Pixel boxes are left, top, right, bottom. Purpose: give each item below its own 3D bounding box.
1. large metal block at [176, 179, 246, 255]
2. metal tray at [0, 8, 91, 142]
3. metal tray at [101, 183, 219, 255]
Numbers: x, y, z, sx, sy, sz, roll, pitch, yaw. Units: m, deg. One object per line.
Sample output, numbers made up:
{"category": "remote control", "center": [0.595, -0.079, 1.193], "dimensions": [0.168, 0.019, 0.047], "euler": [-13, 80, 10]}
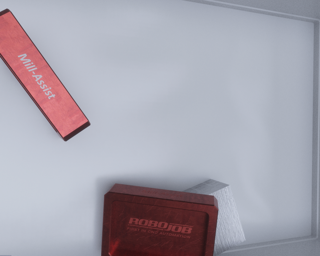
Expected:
{"category": "large metal block", "center": [0.059, 0.125, 0.421], "dimensions": [0.081, 0.050, 0.080], "euler": [-19, 97, -19]}
{"category": "metal tray", "center": [-0.129, -0.048, 0.328], "dimensions": [0.030, 0.090, 0.130], "euler": [-37, 102, -16]}
{"category": "metal tray", "center": [-0.001, 0.121, 0.370], "dimensions": [0.131, 0.030, 0.089], "euler": [6, 100, 7]}
